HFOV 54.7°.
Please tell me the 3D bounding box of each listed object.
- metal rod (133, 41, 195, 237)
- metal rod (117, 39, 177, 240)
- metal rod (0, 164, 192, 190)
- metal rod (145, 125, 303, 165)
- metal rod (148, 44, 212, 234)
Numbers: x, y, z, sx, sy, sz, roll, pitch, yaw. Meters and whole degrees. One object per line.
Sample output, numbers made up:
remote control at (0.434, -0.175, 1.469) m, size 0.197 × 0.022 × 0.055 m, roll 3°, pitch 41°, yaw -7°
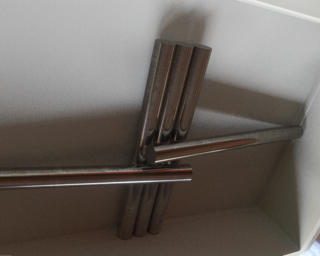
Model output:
metal rod at (-0.002, 0.032, 0.427) m, size 0.025 × 0.025 × 0.298 m, roll -2°, pitch 119°, yaw -28°
metal rod at (-0.024, 0.033, 0.416) m, size 0.025 × 0.025 × 0.298 m, roll -2°, pitch 119°, yaw -28°
metal rod at (-0.101, 0.058, 0.368) m, size 0.303 × 0.025 × 0.025 m, roll 2°, pitch 118°, yaw -23°
metal rod at (0.114, 0.019, 0.461) m, size 0.303 × 0.025 × 0.025 m, roll -6°, pitch 121°, yaw -33°
metal rod at (0.020, 0.032, 0.440) m, size 0.025 × 0.025 × 0.298 m, roll -2°, pitch 119°, yaw -28°
